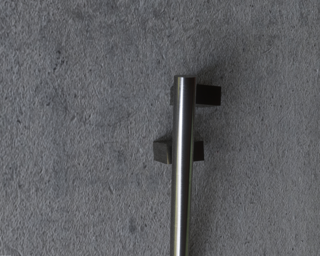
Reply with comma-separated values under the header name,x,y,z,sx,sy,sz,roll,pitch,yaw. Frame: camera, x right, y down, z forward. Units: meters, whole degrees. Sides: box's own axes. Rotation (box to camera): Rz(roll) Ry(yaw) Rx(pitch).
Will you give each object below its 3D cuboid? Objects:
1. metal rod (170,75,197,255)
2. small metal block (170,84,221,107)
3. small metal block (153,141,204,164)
name,x,y,z,sx,sy,sz,roll,pitch,yaw
metal rod,0.026,0.086,0.378,0.025,0.025,0.298,-6,108,-20
small metal block,0.046,-0.042,0.414,0.050,0.050,0.025,3,89,-20
small metal block,0.023,0.030,0.406,0.050,0.050,0.025,-4,92,-20
